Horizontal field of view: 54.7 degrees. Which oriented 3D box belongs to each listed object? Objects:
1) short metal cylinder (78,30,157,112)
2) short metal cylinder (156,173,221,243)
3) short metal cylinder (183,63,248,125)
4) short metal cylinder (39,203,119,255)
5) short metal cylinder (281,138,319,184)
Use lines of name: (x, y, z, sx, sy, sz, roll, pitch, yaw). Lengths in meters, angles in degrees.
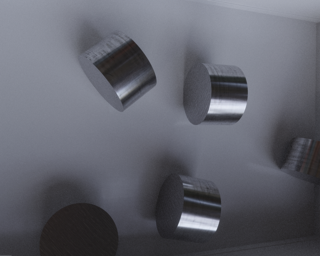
short metal cylinder: (-0.050, -0.065, 0.363, 0.050, 0.080, 0.080, -41, 103, -15)
short metal cylinder: (0.034, 0.102, 0.394, 0.050, 0.080, 0.080, 15, 85, -20)
short metal cylinder: (0.070, -0.044, 0.407, 0.050, 0.080, 0.080, 0, 90, -20)
short metal cylinder: (-0.091, 0.130, 0.347, 0.081, 0.050, 0.080, 8, 60, -14)
short metal cylinder: (0.231, 0.052, 0.466, 0.080, 0.080, 0.050, 24, 82, -19)
